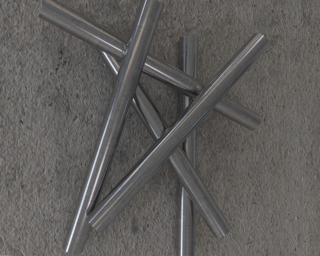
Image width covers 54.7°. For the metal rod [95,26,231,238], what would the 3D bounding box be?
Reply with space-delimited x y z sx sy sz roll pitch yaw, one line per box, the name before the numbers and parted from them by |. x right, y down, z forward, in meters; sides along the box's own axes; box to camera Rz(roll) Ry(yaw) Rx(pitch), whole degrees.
metal rod | 0.002 0.008 0.391 0.025 0.025 0.299 -33 94 -17

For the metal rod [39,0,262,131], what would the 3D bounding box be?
metal rod | 0.005 -0.068 0.381 0.302 0.025 0.025 25 82 -20

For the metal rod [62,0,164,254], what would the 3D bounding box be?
metal rod | -0.056 0.004 0.353 0.025 0.025 0.298 16 98 -19

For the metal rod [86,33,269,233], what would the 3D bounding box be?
metal rod | 0.027 -0.001 0.369 0.025 0.025 0.300 45 82 -15

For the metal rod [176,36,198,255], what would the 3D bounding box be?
metal rod | 0.037 0.027 0.422 0.025 0.025 0.298 1 90 -20
